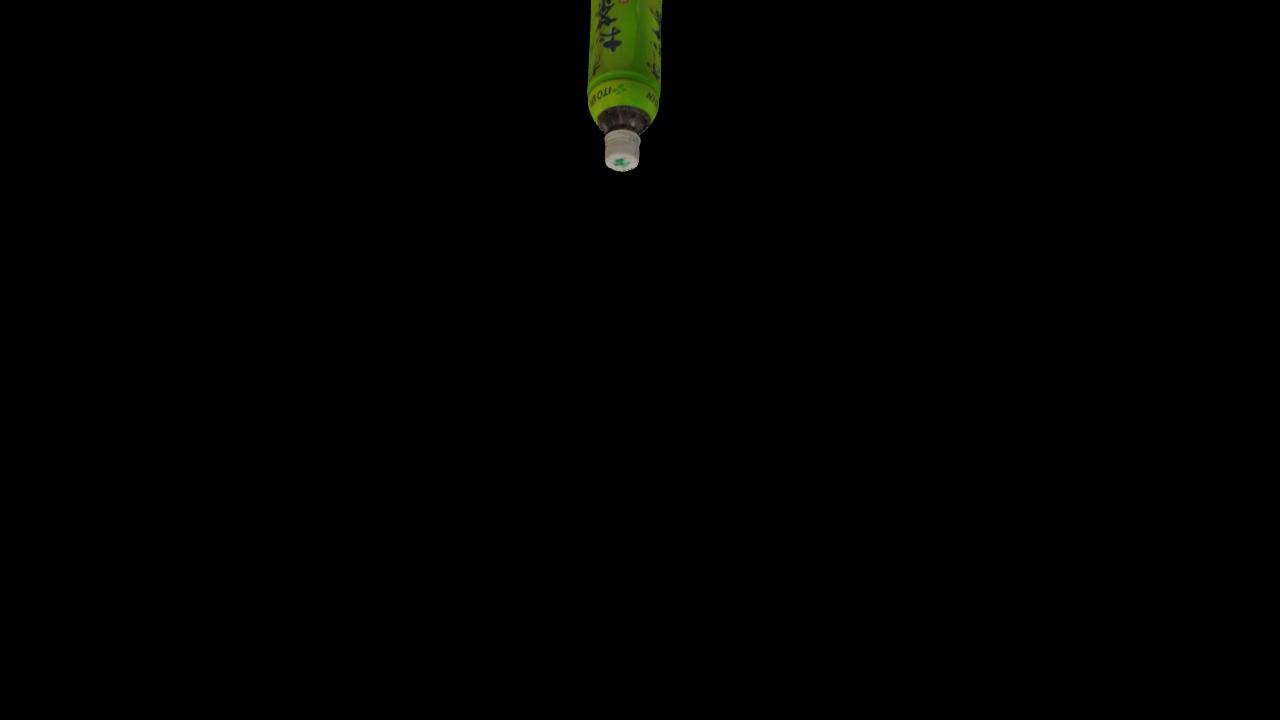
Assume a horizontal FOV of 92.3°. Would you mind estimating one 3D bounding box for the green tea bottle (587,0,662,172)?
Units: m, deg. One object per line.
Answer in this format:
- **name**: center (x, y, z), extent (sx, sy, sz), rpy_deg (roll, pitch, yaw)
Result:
- **green tea bottle**: center (-0.014, -0.280, 0.578), extent (0.073, 0.212, 0.073), rpy_deg (0, -11, 0)
